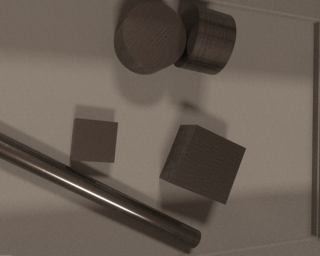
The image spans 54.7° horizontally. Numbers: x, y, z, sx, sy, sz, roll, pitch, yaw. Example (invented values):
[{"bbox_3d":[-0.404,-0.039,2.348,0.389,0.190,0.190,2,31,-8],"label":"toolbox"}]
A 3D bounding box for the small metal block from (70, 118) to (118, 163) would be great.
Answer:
[{"bbox_3d":[-0.081,0.015,0.381,0.050,0.025,0.050,6,88,-20],"label":"small metal block"}]

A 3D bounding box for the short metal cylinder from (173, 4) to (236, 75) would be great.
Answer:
[{"bbox_3d":[0.055,-0.113,0.403,0.050,0.080,0.080,8,87,-20],"label":"short metal cylinder"}]

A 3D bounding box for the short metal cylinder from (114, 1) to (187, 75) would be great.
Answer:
[{"bbox_3d":[-0.014,-0.111,0.393,0.081,0.050,0.079,0,90,-20],"label":"short metal cylinder"}]

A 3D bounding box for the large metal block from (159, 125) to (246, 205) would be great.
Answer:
[{"bbox_3d":[0.057,0.048,0.420,0.080,0.050,0.080,25,82,-19],"label":"large metal block"}]

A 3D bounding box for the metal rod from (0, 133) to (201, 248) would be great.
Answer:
[{"bbox_3d":[-0.074,0.081,0.383,0.301,0.025,0.025,31,80,-18],"label":"metal rod"}]
